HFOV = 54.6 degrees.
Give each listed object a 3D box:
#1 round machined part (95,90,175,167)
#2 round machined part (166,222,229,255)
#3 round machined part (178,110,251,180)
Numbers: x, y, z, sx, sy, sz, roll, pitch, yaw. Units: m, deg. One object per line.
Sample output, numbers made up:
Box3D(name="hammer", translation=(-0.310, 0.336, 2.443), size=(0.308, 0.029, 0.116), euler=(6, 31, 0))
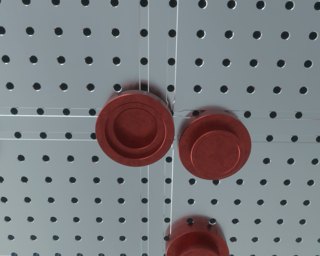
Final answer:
Box3D(name="round machined part", translation=(-0.031, -0.002, 0.403), size=(0.099, 0.042, 0.097), euler=(0, 110, 0))
Box3D(name="round machined part", translation=(0.058, 0.199, 0.478), size=(0.099, 0.042, 0.097), euler=(0, 110, 0))
Box3D(name="round machined part", translation=(0.074, 0.028, 0.415), size=(0.099, 0.042, 0.097), euler=(0, 110, 0))
